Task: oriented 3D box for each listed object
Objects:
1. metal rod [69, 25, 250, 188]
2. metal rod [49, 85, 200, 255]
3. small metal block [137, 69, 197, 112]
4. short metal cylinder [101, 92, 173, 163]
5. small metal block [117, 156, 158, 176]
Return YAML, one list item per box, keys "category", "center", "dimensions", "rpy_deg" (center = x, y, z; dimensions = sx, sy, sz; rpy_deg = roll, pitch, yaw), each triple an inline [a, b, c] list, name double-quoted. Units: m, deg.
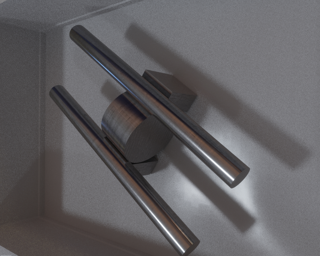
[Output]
- category: "metal rod"
  center: [-0.021, -0.043, 0.356]
  dimensions: [0.300, 0.025, 0.025]
  rpy_deg: [43, 116, 31]
- category: "metal rod"
  center: [-0.062, 0.034, 0.390]
  dimensions: [0.300, 0.025, 0.025]
  rpy_deg: [43, 116, 31]
- category: "small metal block"
  center: [0.009, -0.045, 0.379]
  dimensions: [0.050, 0.050, 0.025]
  rpy_deg: [44, 117, 30]
- category: "short metal cylinder"
  center: [-0.025, -0.003, 0.388]
  dimensions: [0.050, 0.081, 0.080]
  rpy_deg: [44, 116, 31]
- category: "small metal block"
  center: [-0.040, 0.040, 0.419]
  dimensions: [0.050, 0.050, 0.025]
  rpy_deg: [44, 117, 30]
